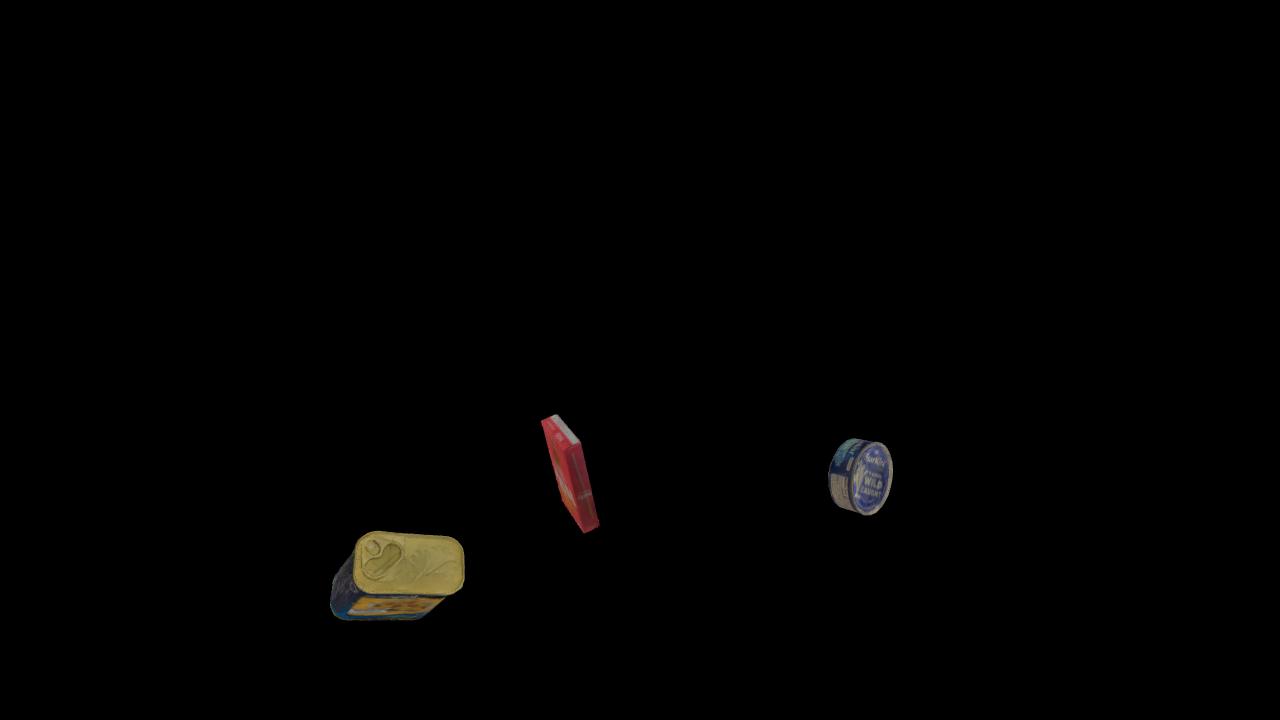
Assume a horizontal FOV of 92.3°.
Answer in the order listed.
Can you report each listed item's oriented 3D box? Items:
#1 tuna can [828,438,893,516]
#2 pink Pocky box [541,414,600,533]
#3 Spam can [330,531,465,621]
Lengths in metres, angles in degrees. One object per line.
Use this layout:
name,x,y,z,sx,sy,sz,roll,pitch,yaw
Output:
tuna can,0.253,0.133,0.705,0.084,0.084,0.034,0,4,-39
pink Pocky box,-0.097,0.160,0.863,0.029,0.155,0.084,-22,33,-21
Spam can,-0.232,0.210,0.588,0.101,0.058,0.085,16,-45,-33
